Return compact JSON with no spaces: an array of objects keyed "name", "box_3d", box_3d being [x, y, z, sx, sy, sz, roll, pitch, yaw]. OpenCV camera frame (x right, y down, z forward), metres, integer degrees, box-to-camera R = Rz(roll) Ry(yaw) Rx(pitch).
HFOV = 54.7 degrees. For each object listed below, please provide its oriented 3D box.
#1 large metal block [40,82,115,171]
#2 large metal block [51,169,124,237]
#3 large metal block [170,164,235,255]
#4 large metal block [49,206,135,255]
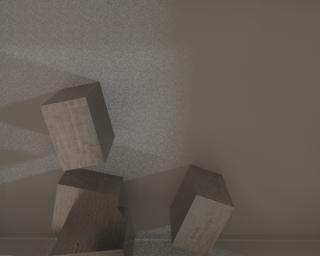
[{"name":"large metal block","box_3d":[-0.095,-0.005,0.379,0.050,0.080,0.079,-11,110,4]},{"name":"large metal block","box_3d":[-0.101,0.108,0.437,0.080,0.050,0.079,12,110,-5]},{"name":"large metal block","box_3d":[0.053,0.109,0.422,0.050,0.080,0.079,20,109,-7]},{"name":"large metal block","box_3d":[-0.077,0.144,0.381,0.080,0.080,0.050,-6,110,2]}]
